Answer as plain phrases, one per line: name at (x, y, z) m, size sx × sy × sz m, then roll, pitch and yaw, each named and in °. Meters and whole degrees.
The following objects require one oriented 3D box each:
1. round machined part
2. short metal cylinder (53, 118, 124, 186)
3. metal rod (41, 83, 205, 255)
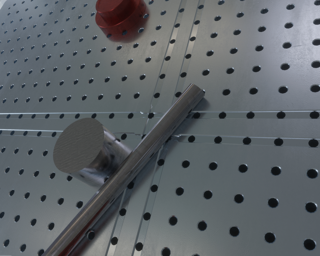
round machined part at (-0.080, -0.225, 0.578) m, size 0.098 × 0.042 × 0.098 m, roll -13°, pitch 56°, yaw 21°
short metal cylinder at (-0.096, 0.033, 0.423) m, size 0.080 × 0.050 × 0.080 m, roll -13°, pitch 56°, yaw 21°
metal rod at (-0.047, 0.062, 0.395) m, size 0.300 × 0.025 × 0.025 m, roll -49°, pitch 51°, yaw -7°
